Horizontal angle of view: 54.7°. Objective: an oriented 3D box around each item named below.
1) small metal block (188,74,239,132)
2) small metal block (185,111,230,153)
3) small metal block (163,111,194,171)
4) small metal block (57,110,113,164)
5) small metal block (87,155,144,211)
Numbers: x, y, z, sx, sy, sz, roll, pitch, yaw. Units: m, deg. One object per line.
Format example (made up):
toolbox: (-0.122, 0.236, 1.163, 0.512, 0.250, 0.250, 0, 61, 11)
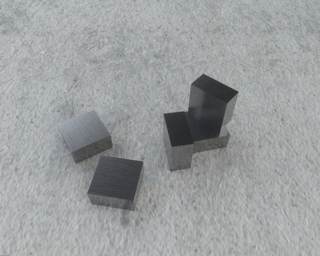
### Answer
small metal block: (0.064, -0.031, 0.382, 0.050, 0.050, 0.025, 33, 57, 24)
small metal block: (0.056, 0.002, 0.402, 0.050, 0.025, 0.050, -10, 51, -9)
small metal block: (0.021, 0.016, 0.374, 0.025, 0.050, 0.050, -7, 51, -6)
small metal block: (-0.095, 0.010, 0.393, 0.050, 0.025, 0.050, -24, 54, -20)
small metal block: (-0.048, 0.062, 0.351, 0.050, 0.025, 0.050, 8, 50, 6)
